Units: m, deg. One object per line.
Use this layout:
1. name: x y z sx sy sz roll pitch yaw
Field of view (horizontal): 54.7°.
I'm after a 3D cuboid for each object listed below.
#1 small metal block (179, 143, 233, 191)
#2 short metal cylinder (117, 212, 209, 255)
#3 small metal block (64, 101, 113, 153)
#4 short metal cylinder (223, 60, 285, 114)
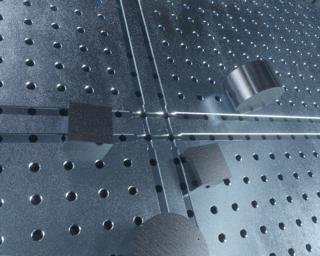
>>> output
1. small metal block: 0.060 0.050 0.410 0.050 0.025 0.050 -7 66 -32
2. short metal cylinder: 0.002 0.132 0.313 0.081 0.050 0.080 14 56 -21
3. small metal block: -0.084 0.000 0.363 0.050 0.025 0.050 7 59 -25
4. short metal cylinder: 0.147 -0.063 0.490 0.081 0.080 0.050 -7 66 -31
